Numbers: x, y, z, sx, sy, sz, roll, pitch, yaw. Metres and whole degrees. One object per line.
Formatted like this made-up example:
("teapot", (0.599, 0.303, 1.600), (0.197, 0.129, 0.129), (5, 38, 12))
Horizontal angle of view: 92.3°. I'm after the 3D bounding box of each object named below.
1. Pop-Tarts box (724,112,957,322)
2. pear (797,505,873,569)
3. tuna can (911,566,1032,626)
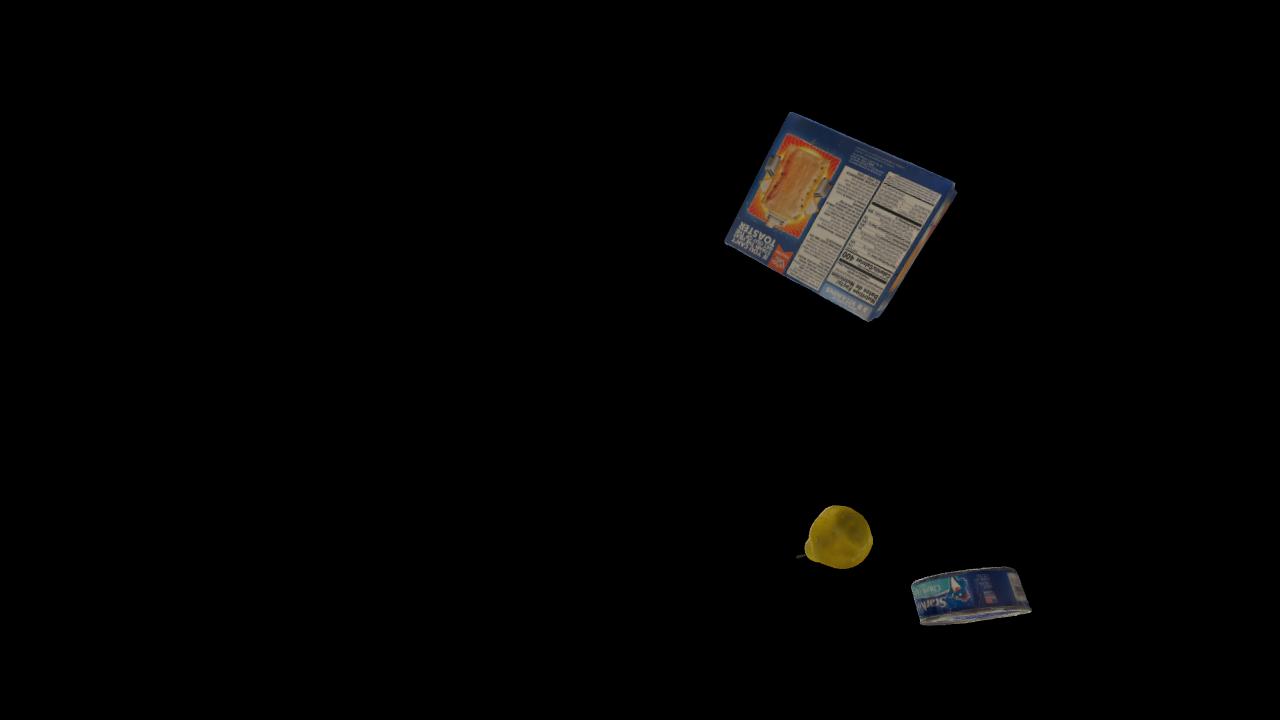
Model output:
("Pop-Tarts box", (0.195, -0.140, 0.610), (0.167, 0.141, 0.083), (34, 21, 23))
("pear", (0.243, 0.233, 0.783), (0.080, 0.080, 0.111), (0, -30, -17))
("tuna can", (0.270, 0.195, 0.507), (0.084, 0.034, 0.084), (-4, -29, -2))
